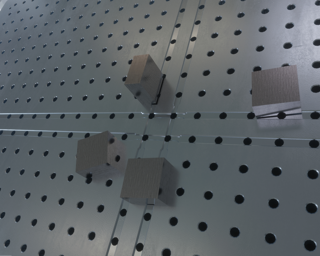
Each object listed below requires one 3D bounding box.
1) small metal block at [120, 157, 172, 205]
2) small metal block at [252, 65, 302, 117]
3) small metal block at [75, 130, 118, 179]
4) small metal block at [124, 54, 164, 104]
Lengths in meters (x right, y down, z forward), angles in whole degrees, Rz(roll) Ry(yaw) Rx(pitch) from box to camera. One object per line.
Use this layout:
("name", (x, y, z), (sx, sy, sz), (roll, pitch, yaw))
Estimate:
("small metal block", (-0.016, 0.065, 0.378), (0.050, 0.025, 0.050), (-5, 60, 26))
("small metal block", (0.136, -0.043, 0.364), (0.050, 0.025, 0.050), (-6, 59, 25))
("small metal block", (-0.088, 0.037, 0.433), (0.050, 0.025, 0.050), (-18, 55, 18))
("small metal block", (-0.022, -0.070, 0.447), (0.025, 0.050, 0.050), (0, 62, 29))
